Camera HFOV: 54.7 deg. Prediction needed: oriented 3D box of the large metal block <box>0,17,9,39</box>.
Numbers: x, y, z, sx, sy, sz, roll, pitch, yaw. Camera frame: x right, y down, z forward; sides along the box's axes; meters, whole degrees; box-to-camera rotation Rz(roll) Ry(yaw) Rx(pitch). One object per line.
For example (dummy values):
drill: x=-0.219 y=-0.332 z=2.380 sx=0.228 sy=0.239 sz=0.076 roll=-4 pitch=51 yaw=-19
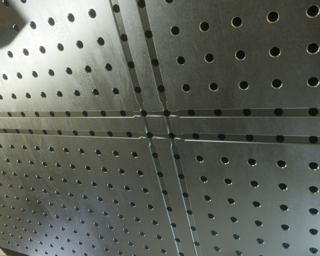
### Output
large metal block: x=-0.284 y=-0.152 z=0.451 sx=0.080 sy=0.050 sz=0.080 roll=-27 pitch=104 yaw=37
